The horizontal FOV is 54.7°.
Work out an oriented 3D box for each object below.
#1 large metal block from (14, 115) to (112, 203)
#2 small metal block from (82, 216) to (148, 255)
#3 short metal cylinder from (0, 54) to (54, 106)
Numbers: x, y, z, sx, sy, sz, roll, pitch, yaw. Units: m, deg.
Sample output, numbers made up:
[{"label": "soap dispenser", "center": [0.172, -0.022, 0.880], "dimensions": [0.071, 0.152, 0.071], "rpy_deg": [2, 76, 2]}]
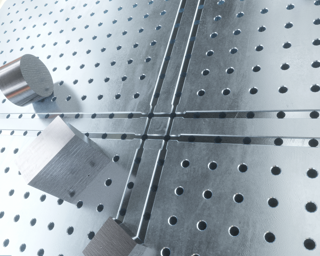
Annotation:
[{"label": "large metal block", "center": [-0.127, 0.044, 0.413], "dimensions": [0.080, 0.080, 0.050], "rpy_deg": [-47, 51, -5]}, {"label": "small metal block", "center": [-0.051, 0.138, 0.351], "dimensions": [0.050, 0.025, 0.050], "rpy_deg": [31, 79, 38]}, {"label": "short metal cylinder", "center": [-0.236, -0.084, 0.549], "dimensions": [0.050, 0.080, 0.080], "rpy_deg": [-20, 54, 16]}]
